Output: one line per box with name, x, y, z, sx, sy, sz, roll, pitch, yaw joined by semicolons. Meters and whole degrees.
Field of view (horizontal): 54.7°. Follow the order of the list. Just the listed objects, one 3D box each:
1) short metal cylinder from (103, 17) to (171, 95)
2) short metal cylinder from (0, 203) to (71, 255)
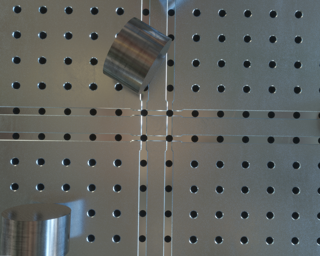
short metal cylinder;-0.027;-0.088;0.385;0.050;0.080;0.080;31;90;0
short metal cylinder;-0.153;0.128;0.385;0.081;0.080;0.050;3;90;0
